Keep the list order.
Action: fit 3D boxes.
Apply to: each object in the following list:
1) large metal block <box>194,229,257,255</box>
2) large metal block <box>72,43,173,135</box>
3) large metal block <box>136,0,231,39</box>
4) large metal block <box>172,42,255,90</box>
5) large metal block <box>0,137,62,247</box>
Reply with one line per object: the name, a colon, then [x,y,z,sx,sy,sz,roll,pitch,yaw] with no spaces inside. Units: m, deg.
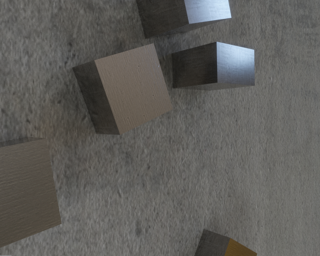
large metal block: [0.095,0.212,0.472,0.080,0.050,0.080,38,67,-34]
large metal block: [-0.041,-0.045,0.356,0.081,0.050,0.080,-28,108,-37]
large metal block: [0.030,-0.153,0.396,0.081,0.080,0.050,-23,105,-38]
large metal block: [0.074,-0.082,0.434,0.081,0.080,0.050,-3,92,-40]
large metal block: [-0.141,0.055,0.271,0.081,0.050,0.079,-13,99,-40]
